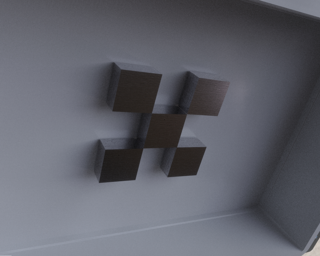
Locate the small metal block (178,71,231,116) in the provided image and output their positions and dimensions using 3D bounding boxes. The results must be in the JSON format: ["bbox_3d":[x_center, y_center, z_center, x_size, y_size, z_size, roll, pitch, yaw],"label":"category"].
[{"bbox_3d":[0.058,-0.045,0.409,0.050,0.025,0.050,2,117,-30],"label":"small metal block"}]

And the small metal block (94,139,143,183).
[{"bbox_3d":[-0.054,0.042,0.402,0.050,0.025,0.050,1,118,-29],"label":"small metal block"}]

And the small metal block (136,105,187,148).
[{"bbox_3d":[0.002,-0.002,0.405,0.050,0.025,0.050,0,118,-29],"label":"small metal block"}]

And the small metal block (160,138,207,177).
[{"bbox_3d":[0.033,0.042,0.450,0.050,0.025,0.050,1,118,-29],"label":"small metal block"}]

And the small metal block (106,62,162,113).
[{"bbox_3d":[-0.031,-0.046,0.361,0.050,0.025,0.050,1,118,-29],"label":"small metal block"}]
